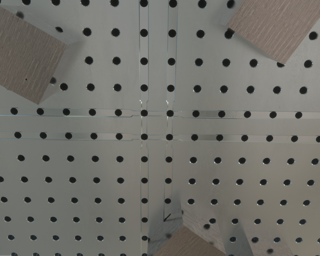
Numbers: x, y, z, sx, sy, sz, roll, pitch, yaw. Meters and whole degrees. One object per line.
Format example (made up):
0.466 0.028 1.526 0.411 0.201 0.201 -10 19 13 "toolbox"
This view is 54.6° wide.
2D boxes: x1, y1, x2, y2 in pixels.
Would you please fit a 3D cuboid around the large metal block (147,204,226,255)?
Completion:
0.038 0.177 0.465 0.080 0.050 0.080 37 106 -13 "large metal block"

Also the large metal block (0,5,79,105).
-0.156 -0.087 0.367 0.080 0.050 0.080 29 107 -10 "large metal block"

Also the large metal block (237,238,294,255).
0.162 0.231 0.486 0.080 0.050 0.080 19 109 -7 "large metal block"

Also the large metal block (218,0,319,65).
0.127 -0.131 0.353 0.080 0.050 0.080 30 107 -11 "large metal block"
